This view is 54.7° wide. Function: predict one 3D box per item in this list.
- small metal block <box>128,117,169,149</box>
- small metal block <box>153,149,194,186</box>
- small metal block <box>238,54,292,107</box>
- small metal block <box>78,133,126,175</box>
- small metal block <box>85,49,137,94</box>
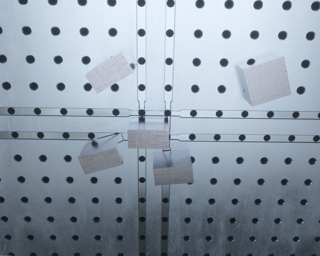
[{"bbox_3d":[-0.014,0.005,0.402,0.050,0.050,0.025,1,110,-1],"label":"small metal block"},{"bbox_3d":[0.017,0.052,0.420,0.050,0.050,0.025,-5,110,1],"label":"small metal block"},{"bbox_3d":[0.133,-0.061,0.393,0.050,0.025,0.050,-18,109,6],"label":"small metal block"},{"bbox_3d":[-0.075,0.033,0.411,0.050,0.050,0.025,-15,110,5],"label":"small metal block"},{"bbox_3d":[-0.057,-0.070,0.374,0.050,0.050,0.025,-29,108,10],"label":"small metal block"}]
